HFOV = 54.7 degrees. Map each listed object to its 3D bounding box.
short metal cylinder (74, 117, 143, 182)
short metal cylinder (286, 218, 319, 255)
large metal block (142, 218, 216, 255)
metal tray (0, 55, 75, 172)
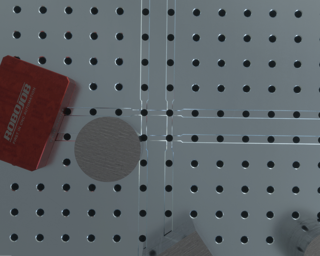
[{"bbox_3d":[-0.064,0.026,0.400,0.081,0.050,0.079,0,90,0],"label":"short metal cylinder"},{"bbox_3d":[0.214,0.165,0.403,0.081,0.050,0.079,0,90,0],"label":"short metal cylinder"},{"bbox_3d":[0.032,0.179,0.401,0.080,0.050,0.080,-33,90,0],"label":"large metal block"},{"bbox_3d":[-0.179,-0.019,0.409,0.090,0.030,0.129,20,90,0],"label":"metal tray"}]
